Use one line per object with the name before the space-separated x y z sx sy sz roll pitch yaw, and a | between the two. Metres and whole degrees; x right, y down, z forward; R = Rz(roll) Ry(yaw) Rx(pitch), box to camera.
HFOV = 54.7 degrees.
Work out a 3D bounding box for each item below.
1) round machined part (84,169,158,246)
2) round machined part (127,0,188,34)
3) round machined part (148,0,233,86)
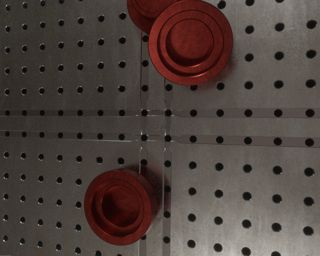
round machined part | -0.049 0.103 0.420 0.098 0.042 0.097 0 90 19
round machined part | 0.001 -0.171 0.402 0.098 0.042 0.097 0 90 19
round machined part | 0.035 -0.104 0.376 0.099 0.042 0.097 0 114 0
